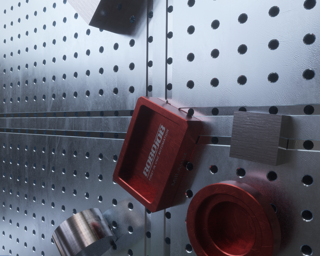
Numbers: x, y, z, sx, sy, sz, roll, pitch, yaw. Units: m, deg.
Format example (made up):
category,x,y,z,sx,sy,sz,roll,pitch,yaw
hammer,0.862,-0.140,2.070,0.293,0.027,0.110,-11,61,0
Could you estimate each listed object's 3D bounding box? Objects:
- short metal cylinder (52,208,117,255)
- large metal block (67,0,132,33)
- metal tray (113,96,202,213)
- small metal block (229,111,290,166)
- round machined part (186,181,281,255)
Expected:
category,x,y,z,sx,sy,sz,roll,pitch,yaw
short metal cylinder,-0.113,0.167,0.467,0.050,0.081,0.080,51,120,28
large metal block,-0.088,-0.204,0.466,0.080,0.050,0.080,50,120,28
metal tray,-0.008,0.033,0.412,0.090,0.030,0.129,31,109,35
small metal block,0.104,0.009,0.324,0.050,0.025,0.050,9,96,39
round machined part,0.080,0.105,0.332,0.098,0.042,0.097,0,90,40
